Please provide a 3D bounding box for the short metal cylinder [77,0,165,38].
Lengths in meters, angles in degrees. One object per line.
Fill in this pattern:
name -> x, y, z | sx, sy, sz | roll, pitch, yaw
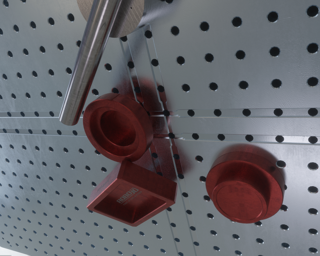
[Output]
short metal cylinder -> -0.041, -0.142, 0.329 | 0.080, 0.050, 0.079 | 13, 124, 21

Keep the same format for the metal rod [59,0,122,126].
metal rod -> -0.057, -0.111, 0.307 | 0.025, 0.025, 0.298 | 35, 129, 4

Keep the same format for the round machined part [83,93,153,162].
round machined part -> -0.053, -0.004, 0.426 | 0.098, 0.042, 0.097 | 13, 124, 21

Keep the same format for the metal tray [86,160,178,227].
metal tray -> -0.045, 0.104, 0.466 | 0.090, 0.030, 0.129 | 27, 138, -17

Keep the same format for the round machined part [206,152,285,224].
round machined part -> 0.105, 0.083, 0.396 | 0.098, 0.042, 0.097 | 13, 124, 21
